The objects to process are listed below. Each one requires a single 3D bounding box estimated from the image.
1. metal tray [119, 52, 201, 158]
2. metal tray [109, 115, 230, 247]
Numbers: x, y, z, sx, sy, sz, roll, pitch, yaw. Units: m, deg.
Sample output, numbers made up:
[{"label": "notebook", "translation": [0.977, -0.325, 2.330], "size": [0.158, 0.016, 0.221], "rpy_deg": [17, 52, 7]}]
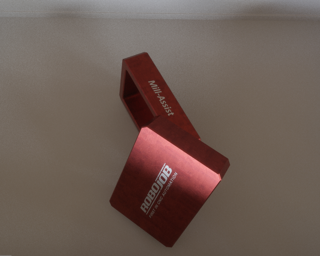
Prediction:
[{"label": "metal tray", "translation": [-0.006, -0.015, 0.378], "size": [0.030, 0.090, 0.130], "rpy_deg": [-24, 72, -19]}, {"label": "metal tray", "translation": [0.004, 0.061, 0.336], "size": [0.090, 0.129, 0.030], "rpy_deg": [34, 36, 11]}]
